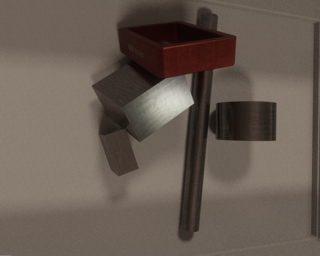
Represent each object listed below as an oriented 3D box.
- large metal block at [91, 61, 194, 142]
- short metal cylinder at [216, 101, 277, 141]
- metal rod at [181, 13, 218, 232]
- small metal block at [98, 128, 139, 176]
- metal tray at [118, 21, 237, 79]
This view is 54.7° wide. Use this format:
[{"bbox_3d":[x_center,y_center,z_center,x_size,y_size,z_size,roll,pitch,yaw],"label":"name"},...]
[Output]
[{"bbox_3d":[-0.021,-0.040,0.367,0.080,0.080,0.050,-36,129,-17],"label":"large metal block"},{"bbox_3d":[0.118,-0.009,0.426,0.081,0.080,0.050,1,90,-20],"label":"short metal cylinder"},{"bbox_3d":[0.055,-0.009,0.432,0.025,0.025,0.298,6,88,-20],"label":"metal rod"},{"bbox_3d":[-0.052,0.028,0.379,0.025,0.050,0.050,-20,97,-18],"label":"small metal block"},{"bbox_3d":[0.014,-0.096,0.360,0.091,0.130,0.030,-14,120,-20],"label":"metal tray"}]
